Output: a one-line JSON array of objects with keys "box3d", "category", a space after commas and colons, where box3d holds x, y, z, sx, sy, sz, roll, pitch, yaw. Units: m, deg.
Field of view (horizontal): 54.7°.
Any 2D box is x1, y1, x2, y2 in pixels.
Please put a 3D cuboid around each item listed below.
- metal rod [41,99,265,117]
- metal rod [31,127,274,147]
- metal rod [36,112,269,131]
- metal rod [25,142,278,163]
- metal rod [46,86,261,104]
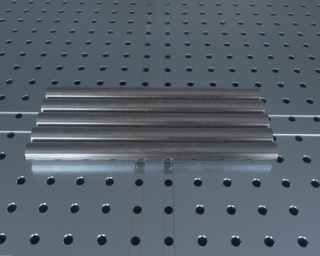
[{"box3d": [-0.009, -0.027, 0.430, 0.302, 0.025, 0.025, 0, 50, 0], "category": "metal rod"}, {"box3d": [-0.009, 0.012, 0.397, 0.302, 0.025, 0.025, 0, 50, 0], "category": "metal rod"}, {"box3d": [-0.009, -0.008, 0.414, 0.302, 0.025, 0.025, 0, 50, 0], "category": "metal rod"}, {"box3d": [-0.009, 0.030, 0.382, 0.302, 0.025, 0.025, 0, 50, -1], "category": "metal rod"}, {"box3d": [-0.009, -0.047, 0.447, 0.302, 0.025, 0.025, 0, 50, 0], "category": "metal rod"}]
